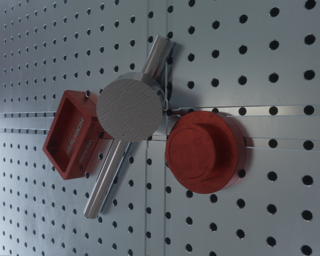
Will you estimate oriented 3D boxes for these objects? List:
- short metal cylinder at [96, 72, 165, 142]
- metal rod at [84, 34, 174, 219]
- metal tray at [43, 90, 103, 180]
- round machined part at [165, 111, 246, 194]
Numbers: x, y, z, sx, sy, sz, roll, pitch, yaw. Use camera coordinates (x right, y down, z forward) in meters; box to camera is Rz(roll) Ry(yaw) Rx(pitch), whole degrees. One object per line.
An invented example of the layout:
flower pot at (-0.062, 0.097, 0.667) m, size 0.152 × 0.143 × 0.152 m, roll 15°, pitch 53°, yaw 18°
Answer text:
short metal cylinder at (-0.035, -0.028, 0.397) m, size 0.080 × 0.050 × 0.079 m, roll 1°, pitch 109°, yaw 4°
metal rod at (-0.052, 0.011, 0.452) m, size 0.025 × 0.025 × 0.298 m, roll 38°, pitch 113°, yaw 33°
metal tray at (-0.149, 0.012, 0.529) m, size 0.090 × 0.030 × 0.129 m, roll 42°, pitch 116°, yaw 31°
round machined part at (0.045, 0.028, 0.361) m, size 0.098 × 0.042 × 0.097 m, roll 0°, pitch 90°, yaw 40°
